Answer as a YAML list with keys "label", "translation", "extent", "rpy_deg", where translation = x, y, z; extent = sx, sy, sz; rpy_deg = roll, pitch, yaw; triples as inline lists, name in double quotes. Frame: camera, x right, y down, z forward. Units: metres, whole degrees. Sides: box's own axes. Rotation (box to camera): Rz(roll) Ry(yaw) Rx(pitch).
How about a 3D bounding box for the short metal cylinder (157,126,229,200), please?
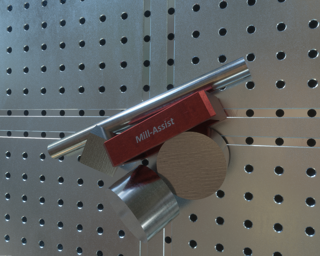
- label: "short metal cylinder"
  translation: [0.042, 0.040, 0.375]
  extent: [0.080, 0.050, 0.079]
  rpy_deg: [2, 99, 15]

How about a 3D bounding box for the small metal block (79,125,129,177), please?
- label: "small metal block"
  translation: [-0.075, 0.031, 0.422]
  extent: [0.050, 0.025, 0.050]
  rpy_deg: [24, 115, -1]

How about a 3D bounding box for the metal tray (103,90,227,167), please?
- label: "metal tray"
  translation: [0.009, 0.002, 0.371]
  extent: [0.130, 0.090, 0.030]
  rpy_deg: [-28, 81, 18]

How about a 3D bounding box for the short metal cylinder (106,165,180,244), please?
- label: "short metal cylinder"
  translation: [-0.022, 0.092, 0.380]
  extent: [0.050, 0.080, 0.080]
  rpy_deg: [-35, 75, -26]

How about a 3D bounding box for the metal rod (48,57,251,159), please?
- label: "metal rod"
  translation: [-0.027, -0.020, 0.418]
  extent: [0.300, 0.025, 0.025]
  rpy_deg: [-22, 83, 18]
